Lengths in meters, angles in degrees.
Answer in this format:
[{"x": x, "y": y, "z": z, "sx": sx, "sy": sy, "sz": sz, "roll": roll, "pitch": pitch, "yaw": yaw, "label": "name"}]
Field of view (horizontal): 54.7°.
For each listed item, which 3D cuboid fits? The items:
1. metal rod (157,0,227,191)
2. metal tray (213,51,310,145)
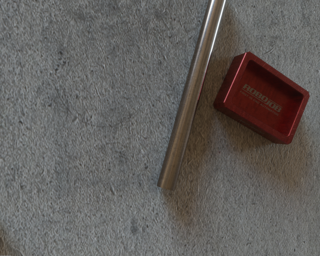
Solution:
[{"x": 0.048, "y": -0.063, "z": 0.426, "sx": 0.025, "sy": 0.025, "sz": 0.299, "roll": 18, "pitch": 84, "yaw": -19, "label": "metal rod"}, {"x": 0.154, "y": -0.042, "z": 0.463, "sx": 0.131, "sy": 0.030, "sz": 0.090, "roll": 28, "pitch": 81, "yaw": -18, "label": "metal tray"}]
